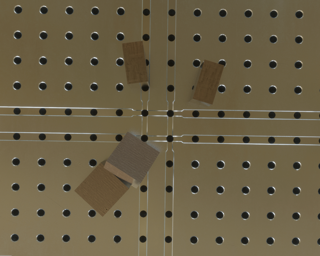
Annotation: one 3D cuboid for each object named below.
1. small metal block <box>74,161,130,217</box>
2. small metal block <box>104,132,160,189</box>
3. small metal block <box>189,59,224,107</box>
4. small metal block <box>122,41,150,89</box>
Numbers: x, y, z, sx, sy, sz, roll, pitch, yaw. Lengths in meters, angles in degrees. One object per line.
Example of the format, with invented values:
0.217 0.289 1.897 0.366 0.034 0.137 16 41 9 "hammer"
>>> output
-0.075 0.080 0.413 0.050 0.025 0.050 43 90 0 "small metal block"
-0.036 0.041 0.402 0.050 0.025 0.050 33 58 0 "small metal block"
0.059 -0.056 0.401 0.025 0.050 0.050 17 90 0 "small metal block"
-0.030 -0.080 0.401 0.025 0.050 0.050 -8 90 0 "small metal block"
